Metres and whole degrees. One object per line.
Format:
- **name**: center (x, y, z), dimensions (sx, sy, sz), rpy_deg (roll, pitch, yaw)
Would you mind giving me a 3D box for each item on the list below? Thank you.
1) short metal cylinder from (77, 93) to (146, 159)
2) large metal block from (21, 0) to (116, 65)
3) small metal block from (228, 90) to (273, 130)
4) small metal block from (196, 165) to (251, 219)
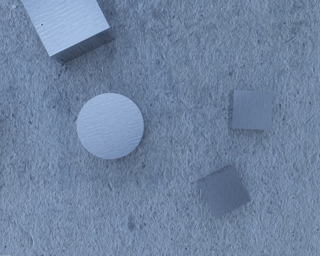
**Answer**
- **short metal cylinder**: center (-0.060, -0.002, 0.397), dimensions (0.081, 0.050, 0.079), rpy_deg (0, 90, -1)
- **large metal block**: center (-0.114, -0.139, 0.396), dimensions (0.080, 0.050, 0.080), rpy_deg (-26, 90, -1)
- **small metal block**: center (0.119, -0.023, 0.412), dimensions (0.050, 0.025, 0.050), rpy_deg (3, 90, -1)
- **small metal block**: center (0.084, 0.083, 0.411), dimensions (0.050, 0.025, 0.050), rpy_deg (-27, 90, -1)
